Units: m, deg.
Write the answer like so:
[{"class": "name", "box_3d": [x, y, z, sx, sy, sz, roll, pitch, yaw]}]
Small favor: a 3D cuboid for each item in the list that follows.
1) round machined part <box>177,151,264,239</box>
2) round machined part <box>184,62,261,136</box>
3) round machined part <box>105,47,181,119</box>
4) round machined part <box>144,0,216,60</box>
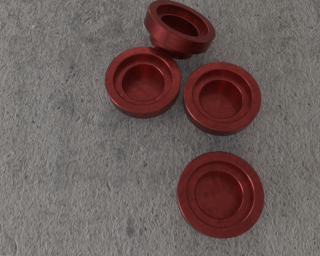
[{"class": "round machined part", "box_3d": [0.069, 0.080, 0.370, 0.099, 0.042, 0.098, 0, 70, 0]}, {"class": "round machined part", "box_3d": [0.080, -0.035, 0.412, 0.099, 0.042, 0.098, 0, 70, 0]}, {"class": "round machined part", "box_3d": [-0.022, -0.057, 0.420, 0.099, 0.042, 0.098, 0, 70, 0]}, {"class": "round machined part", "box_3d": [0.024, -0.133, 0.433, 0.099, 0.042, 0.098, 14, 45, -14]}]
